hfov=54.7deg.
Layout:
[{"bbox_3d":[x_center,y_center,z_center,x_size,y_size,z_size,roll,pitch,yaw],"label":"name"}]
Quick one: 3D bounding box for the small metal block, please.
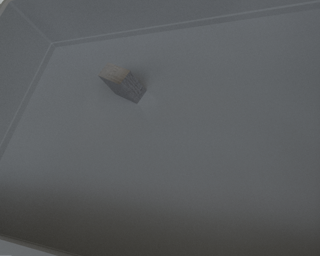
[{"bbox_3d":[-0.055,-0.066,0.458,0.050,0.050,0.025,26,76,36],"label":"small metal block"}]
